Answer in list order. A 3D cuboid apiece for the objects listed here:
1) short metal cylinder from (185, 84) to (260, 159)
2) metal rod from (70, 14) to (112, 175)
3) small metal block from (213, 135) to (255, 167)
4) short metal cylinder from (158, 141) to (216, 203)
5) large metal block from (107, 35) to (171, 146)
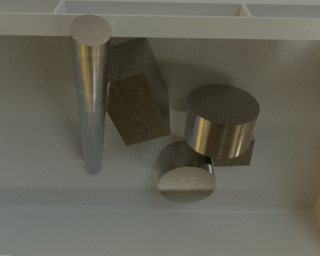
[{"bbox_3d":[0.071,-0.010,0.366,0.081,0.080,0.050,2,130,-2],"label":"short metal cylinder"},{"bbox_3d":[-0.071,-0.001,0.325,0.025,0.025,0.299,9,155,-8],"label":"metal rod"},{"bbox_3d":[0.101,0.027,0.434,0.050,0.025,0.050,-2,130,1],"label":"small metal block"},{"bbox_3d":[0.037,0.064,0.448,0.081,0.050,0.079,0,130,0],"label":"short metal cylinder"},{"bbox_3d":[-0.026,-0.041,0.338,0.050,0.080,0.080,-15,129,12],"label":"large metal block"}]
